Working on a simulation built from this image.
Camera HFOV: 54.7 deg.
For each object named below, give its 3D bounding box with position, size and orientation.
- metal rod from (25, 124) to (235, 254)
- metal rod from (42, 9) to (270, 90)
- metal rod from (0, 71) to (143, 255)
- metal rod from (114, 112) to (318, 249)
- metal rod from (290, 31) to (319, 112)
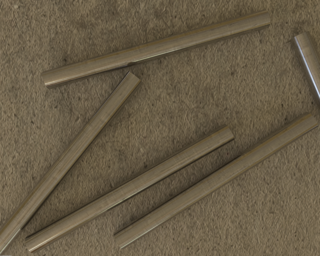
[{"bbox_3d":[-0.039,0.079,0.409,0.301,0.025,0.025,-30,90,0],"label":"metal rod"},{"bbox_3d":[-0.004,-0.104,0.409,0.302,0.025,0.025,-16,90,0],"label":"metal rod"},{"bbox_3d":[-0.126,0.049,0.408,0.025,0.025,0.300,39,90,0],"label":"metal rod"},{"bbox_3d":[0.073,0.069,0.410,0.301,0.025,0.025,-32,90,0],"label":"metal rod"},{"bbox_3d":[0.243,0.015,0.411,0.025,0.025,0.299,-23,90,0],"label":"metal rod"}]
